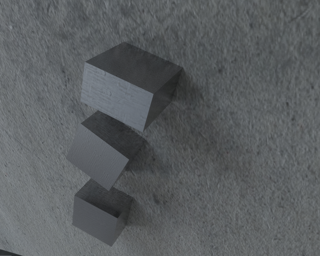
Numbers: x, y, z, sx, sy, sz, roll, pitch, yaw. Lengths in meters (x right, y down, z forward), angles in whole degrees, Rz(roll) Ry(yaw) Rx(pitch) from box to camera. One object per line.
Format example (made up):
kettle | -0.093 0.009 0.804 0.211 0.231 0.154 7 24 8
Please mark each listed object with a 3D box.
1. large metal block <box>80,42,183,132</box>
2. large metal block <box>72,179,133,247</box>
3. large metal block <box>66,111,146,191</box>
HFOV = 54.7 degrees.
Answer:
large metal block | -0.031 -0.051 0.355 0.080 0.080 0.050 26 128 11
large metal block | -0.099 0.143 0.529 0.080 0.050 0.079 24 127 13
large metal block | -0.079 0.031 0.450 0.080 0.050 0.079 36 129 3
